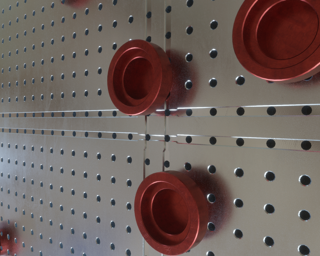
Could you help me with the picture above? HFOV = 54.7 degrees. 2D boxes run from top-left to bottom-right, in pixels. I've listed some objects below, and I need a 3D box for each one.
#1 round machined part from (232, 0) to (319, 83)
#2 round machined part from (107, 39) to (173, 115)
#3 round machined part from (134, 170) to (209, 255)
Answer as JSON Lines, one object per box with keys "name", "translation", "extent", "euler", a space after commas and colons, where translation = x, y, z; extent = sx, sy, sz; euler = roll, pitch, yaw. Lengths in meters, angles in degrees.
{"name": "round machined part", "translation": [0.123, -0.092, 0.296], "extent": [0.098, 0.042, 0.097], "euler": [0, 90, 39]}
{"name": "round machined part", "translation": [-0.022, -0.065, 0.415], "extent": [0.098, 0.042, 0.097], "euler": [0, 90, 39]}
{"name": "round machined part", "translation": [0.018, 0.101, 0.382], "extent": [0.098, 0.042, 0.097], "euler": [0, 90, 39]}
